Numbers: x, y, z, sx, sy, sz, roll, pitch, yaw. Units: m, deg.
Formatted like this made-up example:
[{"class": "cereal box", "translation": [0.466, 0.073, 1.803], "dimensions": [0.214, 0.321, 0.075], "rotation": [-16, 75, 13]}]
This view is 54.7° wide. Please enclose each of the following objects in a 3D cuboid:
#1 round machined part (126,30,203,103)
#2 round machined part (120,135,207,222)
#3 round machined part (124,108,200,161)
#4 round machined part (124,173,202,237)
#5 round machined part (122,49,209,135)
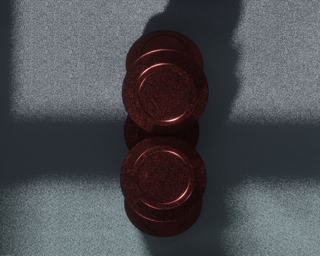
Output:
[{"class": "round machined part", "translation": [0.006, -0.082, 0.390], "dimensions": [0.099, 0.042, 0.098], "rotation": [0, 74, -1]}, {"class": "round machined part", "translation": [0.004, 0.056, 0.350], "dimensions": [0.099, 0.042, 0.098], "rotation": [0, 79, 0]}, {"class": "round machined part", "translation": [0.002, 0.004, 0.401], "dimensions": [0.099, 0.042, 0.097], "rotation": [0, 89, 0]}, {"class": "round machined part", "translation": [0.004, 0.095, 0.388], "dimensions": [0.099, 0.042, 0.097], "rotation": [0, 105, 0]}, {"class": "round machined part", "translation": [0.006, -0.039, 0.350], "dimensions": [0.099, 0.042, 0.097], "rotation": [0, 102, 0]}]
